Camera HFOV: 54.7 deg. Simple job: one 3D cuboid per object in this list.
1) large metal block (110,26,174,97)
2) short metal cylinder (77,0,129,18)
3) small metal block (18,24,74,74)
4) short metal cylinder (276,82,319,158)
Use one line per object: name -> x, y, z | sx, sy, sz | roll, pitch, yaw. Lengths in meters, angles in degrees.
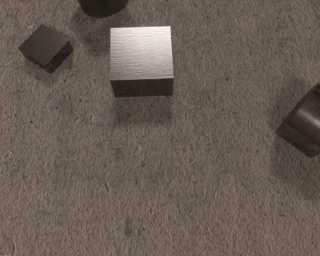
large metal block -> -0.025, -0.090, 0.428 | 0.081, 0.050, 0.080 | -2, 70, -1
short metal cylinder -> -0.088, -0.210, 0.455 | 0.080, 0.080, 0.050 | -26, 72, -9
small metal block -> -0.164, -0.114, 0.448 | 0.050, 0.025, 0.050 | 32, 73, 10
short metal cylinder -> 0.191, -0.009, 0.385 | 0.050, 0.080, 0.080 | 39, 74, 12
